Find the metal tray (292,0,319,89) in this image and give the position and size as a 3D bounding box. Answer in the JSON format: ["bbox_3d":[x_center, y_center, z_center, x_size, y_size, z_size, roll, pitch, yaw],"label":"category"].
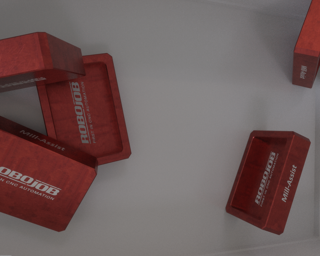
[{"bbox_3d":[0.219,-0.120,0.440,0.030,0.130,0.090,19,86,25],"label":"metal tray"}]

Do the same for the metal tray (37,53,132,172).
[{"bbox_3d":[-0.093,-0.018,0.373,0.091,0.030,0.129,-12,94,-20],"label":"metal tray"}]

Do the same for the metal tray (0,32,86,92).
[{"bbox_3d":[-0.149,-0.055,0.295,0.131,0.090,0.030,-10,94,6],"label":"metal tray"}]

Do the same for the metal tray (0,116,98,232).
[{"bbox_3d":[-0.145,0.050,0.335,0.131,0.030,0.090,27,104,-17],"label":"metal tray"}]

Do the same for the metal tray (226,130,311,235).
[{"bbox_3d":[0.146,0.069,0.429,0.030,0.090,0.130,23,82,-19],"label":"metal tray"}]
